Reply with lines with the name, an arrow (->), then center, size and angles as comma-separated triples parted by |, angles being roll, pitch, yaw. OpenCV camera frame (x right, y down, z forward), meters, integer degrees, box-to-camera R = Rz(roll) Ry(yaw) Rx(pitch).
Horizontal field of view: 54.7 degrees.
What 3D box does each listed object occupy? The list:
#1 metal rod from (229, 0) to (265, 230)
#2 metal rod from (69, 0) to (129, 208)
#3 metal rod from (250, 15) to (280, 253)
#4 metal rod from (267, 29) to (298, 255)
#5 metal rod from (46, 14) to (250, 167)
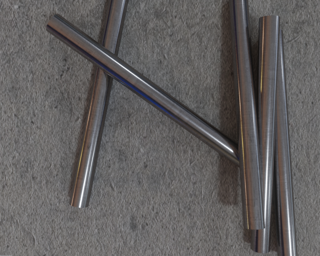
metal rod -> 0.109, -0.028, 0.392 | 0.025, 0.025, 0.298 | -2, 83, 0
metal rod -> -0.078, -0.045, 0.409 | 0.025, 0.025, 0.298 | 11, 90, 0
metal rod -> 0.135, 0.012, 0.398 | 0.025, 0.025, 0.298 | 1, 95, 0
metal rod -> 0.159, 0.022, 0.410 | 0.025, 0.025, 0.298 | -4, 90, 0
metal rod -> -0.007, -0.041, 0.392 | 0.301, 0.025, 0.025 | 35, 90, -7
